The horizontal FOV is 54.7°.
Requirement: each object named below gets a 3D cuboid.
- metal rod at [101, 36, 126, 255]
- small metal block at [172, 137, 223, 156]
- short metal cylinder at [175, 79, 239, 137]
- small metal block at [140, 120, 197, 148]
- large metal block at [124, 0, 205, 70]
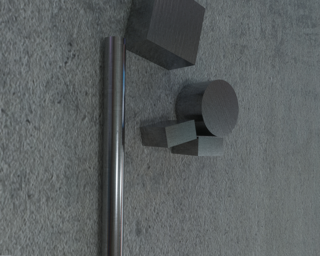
[{"bbox_3d":[-0.054,0.045,0.361,0.025,0.025,0.298,1,89,-40],"label":"metal rod"},{"bbox_3d":[0.053,0.025,0.435,0.050,0.050,0.025,3,88,-40],"label":"small metal block"},{"bbox_3d":[0.069,-0.028,0.449,0.081,0.050,0.079,0,90,-40],"label":"short metal cylinder"},{"bbox_3d":[0.011,0.006,0.399,0.050,0.050,0.025,-15,100,-39],"label":"small metal block"},{"bbox_3d":[0.006,-0.129,0.395,0.080,0.050,0.080,18,79,-39],"label":"large metal block"}]
